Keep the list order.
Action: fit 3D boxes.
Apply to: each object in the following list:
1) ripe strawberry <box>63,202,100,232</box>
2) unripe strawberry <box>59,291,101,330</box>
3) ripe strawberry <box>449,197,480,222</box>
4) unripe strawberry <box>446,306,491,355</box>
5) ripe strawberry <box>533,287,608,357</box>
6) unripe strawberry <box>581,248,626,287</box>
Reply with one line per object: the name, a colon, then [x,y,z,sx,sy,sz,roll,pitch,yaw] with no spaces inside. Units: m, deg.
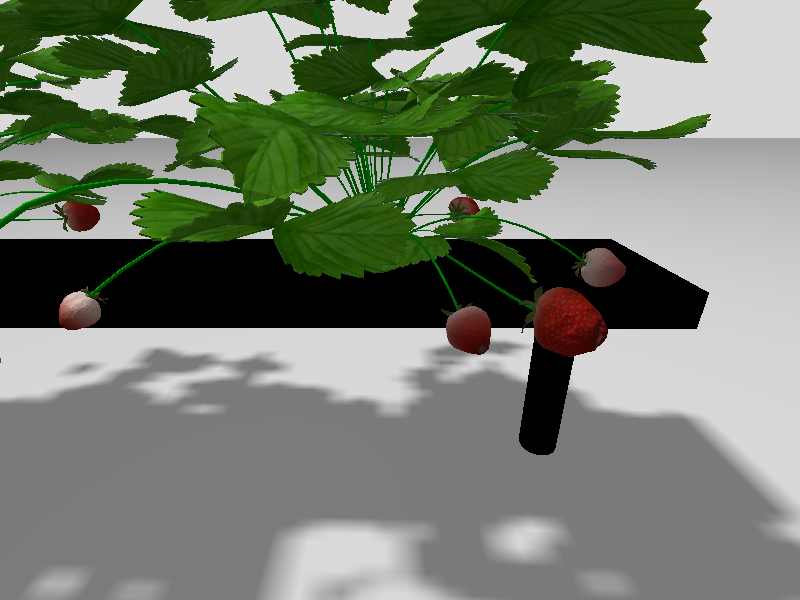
ripe strawberry: [-0.359,-0.095,0.453,0.033,0.035,0.031,-20,31,-39]
unripe strawberry: [-0.192,0.007,0.239,0.023,0.023,0.020,28,-12,46]
ripe strawberry: [0.079,-0.108,0.484,0.037,0.033,0.034,16,28,32]
unripe strawberry: [0.038,0.017,0.213,0.024,0.026,0.027,-8,39,-18]
ripe strawberry: [0.087,0.013,0.206,0.032,0.037,0.035,-15,28,-30]
unripe strawberry: [0.154,-0.024,0.303,0.030,0.029,0.028,15,27,15]
